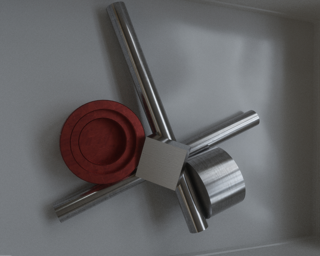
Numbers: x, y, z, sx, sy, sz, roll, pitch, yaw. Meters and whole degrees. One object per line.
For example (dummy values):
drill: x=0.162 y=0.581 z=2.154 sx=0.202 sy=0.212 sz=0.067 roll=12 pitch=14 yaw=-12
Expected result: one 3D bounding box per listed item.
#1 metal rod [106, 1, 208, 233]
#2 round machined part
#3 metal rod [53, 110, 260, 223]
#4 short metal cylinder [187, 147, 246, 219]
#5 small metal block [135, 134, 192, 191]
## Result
metal rod: x=-0.003 y=-0.013 z=0.390 sx=0.025 sy=0.025 sz=0.299 roll=-21 pitch=90 yaw=-19
round machined part: x=-0.071 y=0.016 z=0.375 sx=0.099 sy=0.042 sz=0.097 roll=0 pitch=90 yaw=-21
metal rod: x=0.009 y=0.043 z=0.414 sx=0.302 sy=0.025 sz=0.025 roll=-24 pitch=98 yaw=-19
short metal cylinder: x=0.065 y=0.071 z=0.405 sx=0.050 sy=0.080 sz=0.080 roll=-21 pitch=97 yaw=-19
small metal block: x=0.004 y=0.040 z=0.368 sx=0.050 sy=0.025 sz=0.050 roll=18 pitch=101 yaw=13
